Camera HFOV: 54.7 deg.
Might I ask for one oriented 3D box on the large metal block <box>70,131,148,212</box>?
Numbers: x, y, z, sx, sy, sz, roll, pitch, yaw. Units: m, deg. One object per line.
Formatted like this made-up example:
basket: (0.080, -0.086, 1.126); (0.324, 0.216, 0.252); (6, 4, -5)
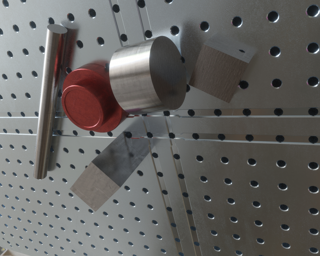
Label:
large metal block: (-0.074, 0.063, 0.454); (0.050, 0.080, 0.080); (42, 129, -1)

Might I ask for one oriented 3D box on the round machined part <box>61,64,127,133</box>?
round machined part: (-0.096, -0.035, 0.429); (0.098, 0.042, 0.097); (13, 124, 20)

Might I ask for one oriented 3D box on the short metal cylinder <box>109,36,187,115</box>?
short metal cylinder: (-0.011, -0.057, 0.346); (0.050, 0.080, 0.080); (-6, 115, 31)

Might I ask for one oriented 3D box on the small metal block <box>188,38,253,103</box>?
small metal block: (0.065, -0.063, 0.338); (0.050, 0.025, 0.050); (27, 128, 11)

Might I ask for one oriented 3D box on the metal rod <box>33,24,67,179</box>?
metal rod: (-0.180, -0.021, 0.493); (0.025, 0.025, 0.298); (30, 128, 9)
